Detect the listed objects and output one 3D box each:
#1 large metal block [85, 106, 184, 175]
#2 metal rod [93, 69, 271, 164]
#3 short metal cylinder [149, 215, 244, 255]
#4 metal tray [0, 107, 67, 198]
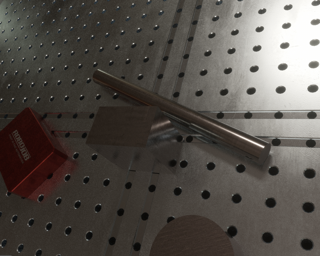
[{"bbox_3d":[-0.027,0.016,0.376,0.080,0.080,0.050,2,63,28],"label":"large metal block"},{"bbox_3d":[0.006,-0.029,0.421,0.300,0.025,0.025,28,77,37],"label":"metal rod"},{"bbox_3d":[0.037,0.129,0.293,0.080,0.050,0.080,-13,56,20],"label":"short metal cylinder"},{"bbox_3d":[-0.213,0.035,0.493,0.090,0.030,0.130,-44,51,-3],"label":"metal tray"}]
